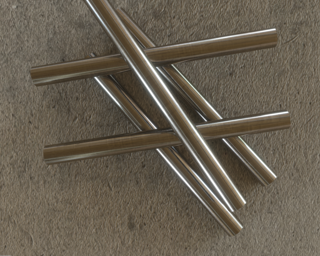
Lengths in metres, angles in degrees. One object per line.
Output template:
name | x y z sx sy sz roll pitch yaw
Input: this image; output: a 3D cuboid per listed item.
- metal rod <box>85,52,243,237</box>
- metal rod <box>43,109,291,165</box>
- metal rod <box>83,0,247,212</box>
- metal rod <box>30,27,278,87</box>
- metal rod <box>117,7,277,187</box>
metal rod | 0.003 0.022 0.410 0.025 0.025 0.300 -41 91 0
metal rod | 0.009 0.011 0.387 0.302 0.025 0.025 -9 90 -1
metal rod | 0.006 -0.032 0.361 0.025 0.025 0.299 -35 91 0
metal rod | -0.006 -0.089 0.386 0.302 0.025 0.025 -10 90 -1
metal rod | 0.044 -0.040 0.411 0.025 0.025 0.300 -43 91 0
